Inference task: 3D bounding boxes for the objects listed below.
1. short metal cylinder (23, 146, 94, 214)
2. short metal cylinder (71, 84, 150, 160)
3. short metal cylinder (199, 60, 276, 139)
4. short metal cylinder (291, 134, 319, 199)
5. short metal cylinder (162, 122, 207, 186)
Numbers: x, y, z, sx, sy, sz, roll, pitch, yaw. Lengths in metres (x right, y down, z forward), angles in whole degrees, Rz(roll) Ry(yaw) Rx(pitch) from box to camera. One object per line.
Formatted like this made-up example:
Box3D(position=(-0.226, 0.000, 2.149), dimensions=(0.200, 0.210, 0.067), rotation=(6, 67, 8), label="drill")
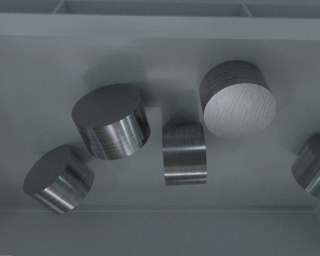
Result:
Box3D(position=(-0.140, 0.072, 0.432), dimensions=(0.080, 0.080, 0.050), rotation=(-24, 126, 18), label="short metal cylinder")
Box3D(position=(-0.056, -0.008, 0.365), dimensions=(0.080, 0.080, 0.050), rotation=(-9, 130, 7), label="short metal cylinder")
Box3D(position=(0.089, -0.033, 0.366), dimensions=(0.081, 0.050, 0.079), rotation=(0, 130, 0), label="short metal cylinder")
Box3D(position=(0.230, 0.053, 0.422), dimensions=(0.081, 0.080, 0.050), rotation=(8, 130, -7), label="short metal cylinder")
Box3D(position=(0.031, 0.034, 0.402), dimensions=(0.050, 0.080, 0.079), rotation=(-4, 130, 3), label="short metal cylinder")
